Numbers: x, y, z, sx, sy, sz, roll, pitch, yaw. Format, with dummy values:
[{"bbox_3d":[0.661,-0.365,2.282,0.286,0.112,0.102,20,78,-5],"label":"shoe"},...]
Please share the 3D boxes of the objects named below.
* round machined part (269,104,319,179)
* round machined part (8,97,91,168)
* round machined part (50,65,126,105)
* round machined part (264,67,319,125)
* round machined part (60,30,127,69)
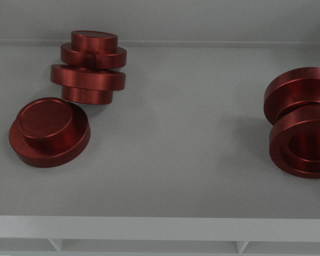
[{"bbox_3d":[0.175,0.012,0.349,0.098,0.097,0.042,10,47,8],"label":"round machined part"},{"bbox_3d":[-0.142,-0.002,0.394,0.099,0.042,0.098,0,50,0],"label":"round machined part"},{"bbox_3d":[-0.098,-0.059,0.422,0.099,0.042,0.098,8,13,-2],"label":"round machined part"},{"bbox_3d":[0.178,-0.023,0.378,0.098,0.097,0.042,10,51,8],"label":"round machined part"},{"bbox_3d":[-0.099,-0.122,0.470,0.099,0.042,0.098,6,23,-2],"label":"round machined part"}]
